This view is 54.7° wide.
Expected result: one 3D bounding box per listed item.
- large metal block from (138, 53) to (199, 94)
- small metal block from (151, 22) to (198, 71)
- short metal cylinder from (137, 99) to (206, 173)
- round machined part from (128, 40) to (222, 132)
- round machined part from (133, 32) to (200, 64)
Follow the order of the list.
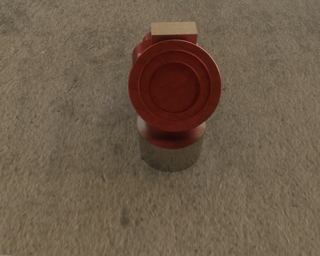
[{"bbox_3d":[0.013,-0.052,0.412,0.081,0.080,0.050,-2,50,-2],"label":"large metal block"},{"bbox_3d":[0.015,-0.095,0.364,0.050,0.050,0.025,-2,50,-2],"label":"small metal block"},{"bbox_3d":[0.013,0.008,0.383,0.081,0.050,0.080,0,50,0],"label":"short metal cylinder"},{"bbox_3d":[0.016,-0.044,0.345,0.099,0.042,0.097,0,88,-2],"label":"round machined part"},{"bbox_3d":[0.010,-0.106,0.441,0.099,0.098,0.042,-2,75,-2],"label":"round machined part"}]
